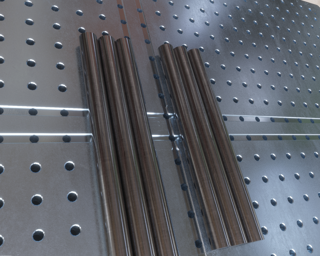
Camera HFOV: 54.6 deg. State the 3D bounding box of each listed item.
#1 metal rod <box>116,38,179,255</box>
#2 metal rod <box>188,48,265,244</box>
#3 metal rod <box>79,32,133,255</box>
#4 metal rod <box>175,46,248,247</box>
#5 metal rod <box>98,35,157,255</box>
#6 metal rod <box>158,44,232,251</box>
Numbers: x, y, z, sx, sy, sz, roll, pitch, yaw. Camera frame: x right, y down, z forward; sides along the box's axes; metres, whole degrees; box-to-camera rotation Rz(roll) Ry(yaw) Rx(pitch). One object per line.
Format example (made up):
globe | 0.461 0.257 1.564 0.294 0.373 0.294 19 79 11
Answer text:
metal rod | -0.023 0.009 0.389 0.025 0.025 0.299 1 61 -28
metal rod | 0.086 0.009 0.447 0.025 0.025 0.299 1 61 -28
metal rod | -0.068 0.008 0.366 0.025 0.025 0.299 1 61 -28
metal rod | 0.062 0.009 0.435 0.025 0.025 0.299 1 61 -28
metal rod | -0.045 0.009 0.377 0.025 0.025 0.299 1 61 -28
metal rod | 0.040 0.008 0.423 0.025 0.025 0.299 1 61 -28
